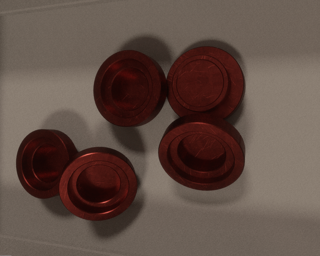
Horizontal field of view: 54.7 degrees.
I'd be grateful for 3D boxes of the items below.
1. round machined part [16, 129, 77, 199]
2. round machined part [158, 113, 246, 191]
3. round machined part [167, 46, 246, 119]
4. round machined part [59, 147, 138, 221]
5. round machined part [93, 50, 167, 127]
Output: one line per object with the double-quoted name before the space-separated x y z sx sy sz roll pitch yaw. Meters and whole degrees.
"round machined part" -0.158 0.051 0.453 0.098 0.042 0.097 -1 88 24
"round machined part" 0.051 0.024 0.368 0.098 0.042 0.097 8 124 12
"round machined part" 0.053 -0.053 0.382 0.098 0.042 0.097 0 90 19
"round machined part" -0.081 0.070 0.413 0.099 0.042 0.097 -3 108 -10
"round machined part" -0.035 -0.050 0.410 0.098 0.042 0.097 0 90 24
